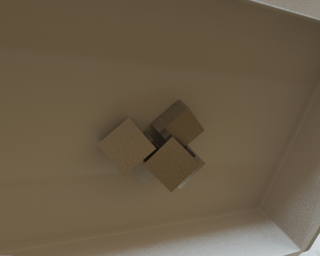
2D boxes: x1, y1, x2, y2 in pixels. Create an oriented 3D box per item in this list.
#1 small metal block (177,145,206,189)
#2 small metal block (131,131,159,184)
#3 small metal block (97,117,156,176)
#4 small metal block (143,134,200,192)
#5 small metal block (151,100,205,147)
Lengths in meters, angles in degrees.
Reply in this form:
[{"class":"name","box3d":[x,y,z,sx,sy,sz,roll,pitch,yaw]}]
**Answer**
[{"class":"small metal block","box3d":[0.028,0.048,0.437,0.050,0.050,0.025,-46,130,4]},{"class":"small metal block","box3d":[-0.020,0.040,0.422,0.050,0.025,0.050,-41,130,-1]},{"class":"small metal block","box3d":[-0.040,0.022,0.384,0.050,0.025,0.050,-41,91,-1]},{"class":"small metal block","box3d":[0.014,0.044,0.395,0.050,0.025,0.050,-44,96,2]},{"class":"small metal block","box3d":[0.025,-0.001,0.421,0.050,0.025,0.050,-41,130,-1]}]
